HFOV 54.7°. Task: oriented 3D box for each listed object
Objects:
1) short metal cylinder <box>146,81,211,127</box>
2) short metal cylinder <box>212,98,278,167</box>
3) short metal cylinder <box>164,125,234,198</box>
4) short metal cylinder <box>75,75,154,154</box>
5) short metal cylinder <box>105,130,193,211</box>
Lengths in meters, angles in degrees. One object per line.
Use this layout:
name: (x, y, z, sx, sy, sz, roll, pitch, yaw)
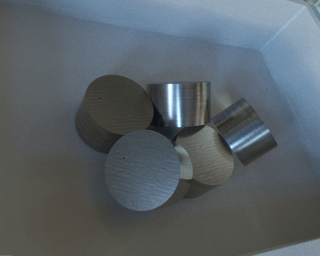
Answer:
short metal cylinder: (0.024, -0.033, 0.393, 0.081, 0.080, 0.050, -8, 102, -32)
short metal cylinder: (0.114, 0.006, 0.421, 0.080, 0.050, 0.080, 53, 10, -13)
short metal cylinder: (0.044, 0.042, 0.388, 0.081, 0.050, 0.080, 14, 56, -21)
short metal cylinder: (-0.055, -0.016, 0.368, 0.081, 0.050, 0.080, 14, 56, -21)
short metal cylinder: (-0.010, 0.045, 0.328, 0.080, 0.080, 0.050, 66, 12, 18)
